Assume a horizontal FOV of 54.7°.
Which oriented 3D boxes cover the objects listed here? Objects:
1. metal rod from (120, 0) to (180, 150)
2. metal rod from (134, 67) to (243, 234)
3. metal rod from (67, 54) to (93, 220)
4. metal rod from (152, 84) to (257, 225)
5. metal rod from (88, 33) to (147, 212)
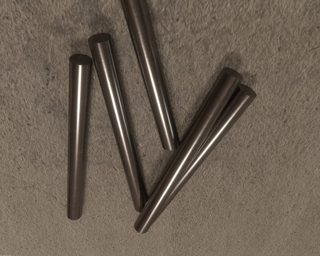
[{"bbox_3d":[-0.016,-0.089,0.331,0.025,0.025,0.298,-10,130,7],"label":"metal rod"},{"bbox_3d":[0.026,0.050,0.432,0.025,0.025,0.298,18,123,-15],"label":"metal rod"},{"bbox_3d":[-0.117,0.036,0.435,0.025,0.025,0.298,9,130,-8],"label":"metal rod"},{"bbox_3d":[0.041,0.058,0.457,0.025,0.025,0.298,20,127,-16],"label":"metal rod"},{"bbox_3d":[-0.047,0.018,0.421,0.025,0.025,0.298,-5,130,4],"label":"metal rod"}]
